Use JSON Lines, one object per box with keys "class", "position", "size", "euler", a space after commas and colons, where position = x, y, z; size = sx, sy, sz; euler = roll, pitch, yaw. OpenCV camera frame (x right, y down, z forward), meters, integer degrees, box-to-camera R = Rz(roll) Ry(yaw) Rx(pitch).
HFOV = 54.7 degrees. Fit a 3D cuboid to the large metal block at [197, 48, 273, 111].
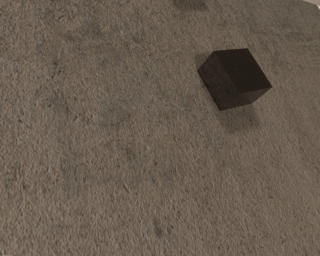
{"class": "large metal block", "position": [0.121, -0.080, 0.504], "size": [0.081, 0.050, 0.080], "euler": [-14, 69, -34]}
